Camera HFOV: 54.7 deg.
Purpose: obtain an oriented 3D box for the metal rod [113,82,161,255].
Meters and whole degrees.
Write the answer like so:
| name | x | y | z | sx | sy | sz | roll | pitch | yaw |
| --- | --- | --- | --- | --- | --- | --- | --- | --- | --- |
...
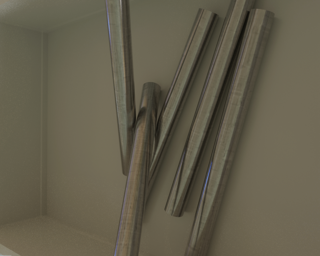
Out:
| name | x | y | z | sx | sy | sz | roll | pitch | yaw |
| --- | --- | --- | --- | --- | --- | --- | --- | --- | --- |
| metal rod | -0.027 | 0.074 | 0.345 | 0.025 | 0.025 | 0.300 | -20 | 51 | 38 |

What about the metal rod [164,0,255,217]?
| name | x | y | z | sx | sy | sz | roll | pitch | yaw |
| --- | --- | --- | --- | --- | --- | --- | --- | --- | --- |
| metal rod | 0.059 | -0.034 | 0.358 | 0.025 | 0.025 | 0.298 | 26 | 106 | 37 |

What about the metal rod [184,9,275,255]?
| name | x | y | z | sx | sy | sz | roll | pitch | yaw |
| --- | --- | --- | --- | --- | --- | --- | --- | --- | --- |
| metal rod | 0.072 | 0.023 | 0.347 | 0.025 | 0.025 | 0.298 | 21 | 104 | 38 |

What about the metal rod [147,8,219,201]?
| name | x | y | z | sx | sy | sz | roll | pitch | yaw |
| --- | --- | --- | --- | --- | --- | --- | --- | --- | --- |
| metal rod | 0.007 | -0.001 | 0.401 | 0.025 | 0.025 | 0.298 | 32 | 110 | 35 |

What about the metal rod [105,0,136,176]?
| name | x | y | z | sx | sy | sz | roll | pitch | yaw |
| --- | --- | --- | --- | --- | --- | --- | --- | --- | --- |
| metal rod | -0.043 | -0.064 | 0.363 | 0.025 | 0.025 | 0.298 | 28 | 132 | 36 |
